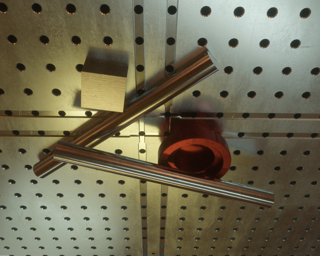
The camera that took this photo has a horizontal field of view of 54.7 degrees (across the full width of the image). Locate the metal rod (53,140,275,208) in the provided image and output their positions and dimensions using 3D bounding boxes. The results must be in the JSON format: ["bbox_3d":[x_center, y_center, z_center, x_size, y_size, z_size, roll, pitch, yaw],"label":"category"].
[{"bbox_3d":[0.015,0.065,0.412,0.302,0.025,0.025,15,128,-13],"label":"metal rod"}]

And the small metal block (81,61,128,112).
[{"bbox_3d":[-0.066,-0.049,0.369,0.050,0.025,0.050,7,130,-7],"label":"small metal block"}]

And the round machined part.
[{"bbox_3d":[0.046,0.035,0.431,0.099,0.042,0.097,-1,131,0],"label":"round machined part"}]

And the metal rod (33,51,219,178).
[{"bbox_3d":[-0.059,-0.006,0.405,0.300,0.025,0.025,-30,124,23],"label":"metal rod"}]
